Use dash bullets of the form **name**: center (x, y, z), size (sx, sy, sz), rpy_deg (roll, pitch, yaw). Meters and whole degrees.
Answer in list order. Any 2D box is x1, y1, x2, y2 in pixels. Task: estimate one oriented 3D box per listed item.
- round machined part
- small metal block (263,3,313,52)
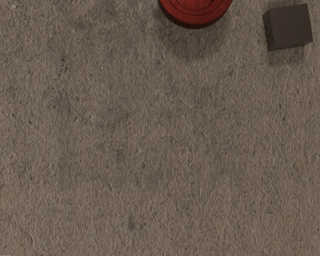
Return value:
- **round machined part**: center (0.044, -0.177, 0.402), size (0.099, 0.042, 0.097), rpy_deg (0, 90, -1)
- **small metal block**: center (0.169, -0.133, 0.412), size (0.050, 0.025, 0.050), rpy_deg (-9, 90, -1)
